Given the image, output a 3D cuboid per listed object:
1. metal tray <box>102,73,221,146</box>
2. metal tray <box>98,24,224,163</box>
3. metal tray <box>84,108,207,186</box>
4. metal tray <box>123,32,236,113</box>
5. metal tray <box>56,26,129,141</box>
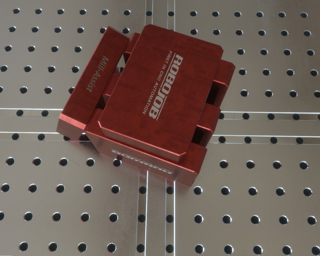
[{"bbox_3d":[0.001,-0.015,0.381,0.130,0.090,0.030,19,70,5],"label":"metal tray"},{"bbox_3d":[0.004,-0.039,0.327,0.090,0.030,0.130,20,71,7],"label":"metal tray"},{"bbox_3d":[-0.016,0.026,0.367,0.130,0.090,0.030,20,72,7],"label":"metal tray"},{"bbox_3d":[0.022,-0.067,0.401,0.130,0.090,0.030,19,72,7],"label":"metal tray"},{"bbox_3d":[-0.086,-0.053,0.393,0.030,0.090,0.130,27,71,-14],"label":"metal tray"}]
